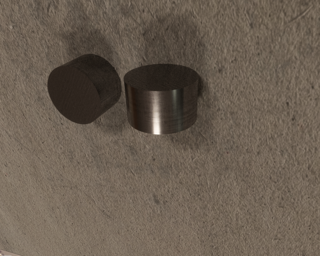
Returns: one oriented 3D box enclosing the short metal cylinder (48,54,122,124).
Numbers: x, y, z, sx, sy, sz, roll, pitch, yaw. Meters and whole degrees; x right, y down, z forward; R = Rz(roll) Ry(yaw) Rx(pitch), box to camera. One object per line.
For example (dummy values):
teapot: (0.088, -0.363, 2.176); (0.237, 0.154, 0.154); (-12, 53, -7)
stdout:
short metal cylinder: (-0.099, -0.052, 0.409); (0.080, 0.050, 0.079); (13, 124, 20)

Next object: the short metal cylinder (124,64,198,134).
short metal cylinder: (0.002, -0.035, 0.348); (0.080, 0.080, 0.050); (11, 123, 21)
